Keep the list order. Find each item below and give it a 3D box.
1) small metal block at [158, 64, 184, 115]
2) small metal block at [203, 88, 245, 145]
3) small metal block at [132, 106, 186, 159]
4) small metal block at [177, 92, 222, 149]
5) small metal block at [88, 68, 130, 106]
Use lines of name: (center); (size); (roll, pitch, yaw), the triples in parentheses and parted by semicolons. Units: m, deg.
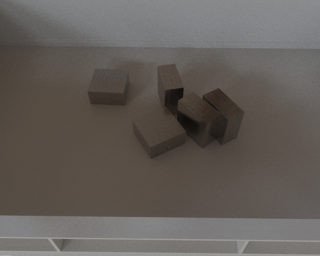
small metal block: (0.014, -0.053, 0.434); (0.025, 0.050, 0.050); (-9, 51, -7)
small metal block: (0.078, -0.014, 0.401); (0.025, 0.050, 0.050); (-25, 55, -20)
small metal block: (-0.002, 0.005, 0.401); (0.050, 0.025, 0.050); (-23, 54, -19)
small metal block: (0.049, -0.010, 0.397); (0.025, 0.050, 0.050); (-33, 58, -24)
small metal block: (-0.074, -0.061, 0.455); (0.050, 0.025, 0.050); (3, 50, 3)
